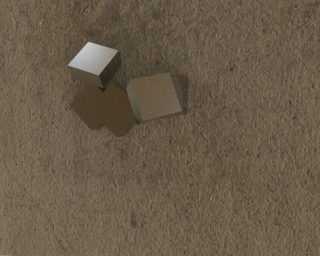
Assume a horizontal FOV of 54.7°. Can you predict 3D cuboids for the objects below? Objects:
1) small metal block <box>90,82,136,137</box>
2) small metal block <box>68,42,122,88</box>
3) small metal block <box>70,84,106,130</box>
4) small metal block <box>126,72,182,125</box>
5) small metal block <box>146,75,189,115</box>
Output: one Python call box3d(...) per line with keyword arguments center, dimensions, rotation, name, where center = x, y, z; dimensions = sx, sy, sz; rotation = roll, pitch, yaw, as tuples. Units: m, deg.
box3d(center=(-0.053, -0.024, 0.400), dimensions=(0.050, 0.025, 0.050), rotation=(39, 102, 15), name="small metal block")
box3d(center=(-0.089, -0.088, 0.428), dimensions=(0.050, 0.025, 0.050), rotation=(20, 60, 18), name="small metal block")
box3d(center=(-0.091, -0.032, 0.441), dimensions=(0.050, 0.025, 0.050), rotation=(-46, 76, 14), name="small metal block")
box3d(center=(-0.008, -0.035, 0.372), dimensions=(0.050, 0.025, 0.050), rotation=(-15, 84, -21), name="small metal block")
box3d(center=(0.009, -0.043, 0.406), dimensions=(0.050, 0.025, 0.050), rotation=(2, 91, 19), name="small metal block")
